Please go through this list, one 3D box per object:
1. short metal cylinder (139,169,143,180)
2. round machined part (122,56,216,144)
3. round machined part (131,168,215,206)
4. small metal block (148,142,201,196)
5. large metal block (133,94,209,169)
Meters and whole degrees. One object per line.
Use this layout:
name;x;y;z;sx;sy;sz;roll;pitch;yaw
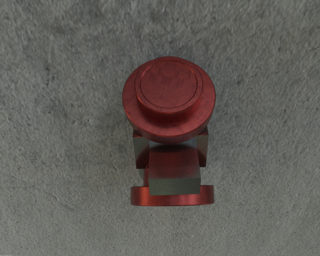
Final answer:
short metal cylinder;0.012;0.041;0.428;0.081;0.050;0.079;0;130;0
round machined part;0.009;-0.036;0.325;0.099;0.098;0.042;-2;155;1
round machined part;0.014;0.069;0.370;0.099;0.042;0.098;-1;169;0
small metal block;0.014;0.042;0.322;0.050;0.050;0.025;-2;130;1
large metal block;0.012;0.002;0.373;0.081;0.080;0.050;-2;130;1
